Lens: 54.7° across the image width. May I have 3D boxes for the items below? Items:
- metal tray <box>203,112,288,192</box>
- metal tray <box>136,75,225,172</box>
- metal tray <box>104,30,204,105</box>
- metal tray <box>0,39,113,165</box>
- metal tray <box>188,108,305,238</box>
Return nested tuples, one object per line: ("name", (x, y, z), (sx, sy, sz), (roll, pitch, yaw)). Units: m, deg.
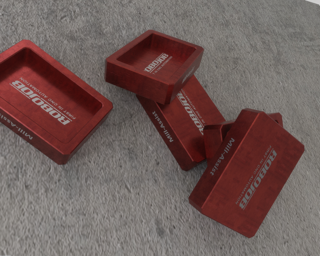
("metal tray", (0.119, 0.032, 0.415), (0.131, 0.030, 0.089), (-11, 94, -37))
("metal tray", (0.037, -0.016, 0.430), (0.091, 0.030, 0.130), (-22, 74, -36))
("metal tray", (-0.003, -0.088, 0.418), (0.090, 0.030, 0.131), (23, 40, 12))
("metal tray", (-0.131, -0.032, 0.348), (0.130, 0.030, 0.090), (37, 51, -3))
("metal tray", (0.104, 0.054, 0.364), (0.090, 0.030, 0.130), (33, 87, -26))
